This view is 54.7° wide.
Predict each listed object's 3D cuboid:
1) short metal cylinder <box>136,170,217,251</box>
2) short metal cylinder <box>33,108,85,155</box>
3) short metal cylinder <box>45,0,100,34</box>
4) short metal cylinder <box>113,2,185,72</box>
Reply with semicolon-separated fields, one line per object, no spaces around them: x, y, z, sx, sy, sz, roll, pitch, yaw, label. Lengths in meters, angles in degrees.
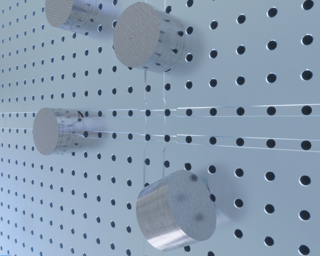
0.020;0.095;0.356;0.050;0.081;0.080;-33;70;35;short metal cylinder
-0.175;0.006;0.534;0.080;0.050;0.079;0;90;39;short metal cylinder
-0.144;-0.200;0.509;0.080;0.050;0.079;0;90;39;short metal cylinder
-0.015;-0.116;0.404;0.080;0.050;0.079;0;90;39;short metal cylinder
